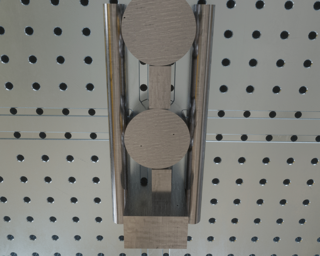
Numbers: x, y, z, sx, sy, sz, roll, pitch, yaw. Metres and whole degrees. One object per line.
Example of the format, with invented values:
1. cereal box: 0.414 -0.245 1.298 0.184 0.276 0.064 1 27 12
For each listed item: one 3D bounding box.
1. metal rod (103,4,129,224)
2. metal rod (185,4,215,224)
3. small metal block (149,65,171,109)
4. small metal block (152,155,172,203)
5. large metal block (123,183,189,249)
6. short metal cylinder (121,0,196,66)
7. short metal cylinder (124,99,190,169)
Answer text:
1. metal rod: -0.056 -0.004 0.410 0.025 0.025 0.298 1 110 0
2. metal rod: 0.050 -0.004 0.411 0.025 0.025 0.298 1 110 0
3. small metal block: 0.000 -0.055 0.378 0.025 0.050 0.050 1 110 0
4. small metal block: 0.002 0.067 0.424 0.025 0.050 0.050 0 110 0
5. large metal block: -0.005 0.118 0.427 0.081 0.080 0.050 1 110 -1
6. short metal cylinder: -0.001 -0.116 0.357 0.081 0.050 0.079 0 110 0
7. short metal cylinder: -0.003 0.006 0.402 0.081 0.050 0.079 0 110 0
